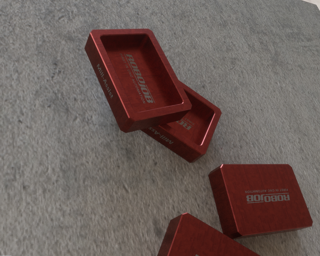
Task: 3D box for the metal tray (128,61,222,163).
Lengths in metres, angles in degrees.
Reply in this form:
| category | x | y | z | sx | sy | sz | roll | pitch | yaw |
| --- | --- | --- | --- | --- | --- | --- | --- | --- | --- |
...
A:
| category | x | y | z | sx | sy | sz | roll | pitch | yaw |
| --- | --- | --- | --- | --- | --- | --- | --- | --- | --- |
| metal tray | 0.014 | -0.024 | 0.424 | 0.130 | 0.030 | 0.090 | 34 | 51 | -6 |

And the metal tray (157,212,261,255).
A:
| category | x | y | z | sx | sy | sz | roll | pitch | yaw |
| --- | --- | --- | --- | --- | --- | --- | --- | --- | --- |
| metal tray | 0.059 | 0.163 | 0.334 | 0.130 | 0.030 | 0.090 | 32 | 51 | -8 |

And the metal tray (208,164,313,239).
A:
| category | x | y | z | sx | sy | sz | roll | pitch | yaw |
| --- | --- | --- | --- | --- | --- | --- | --- | --- | --- |
| metal tray | 0.136 | 0.096 | 0.418 | 0.131 | 0.030 | 0.090 | 3 | 60 | -27 |

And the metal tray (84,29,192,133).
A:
| category | x | y | z | sx | sy | sz | roll | pitch | yaw |
| --- | --- | --- | --- | --- | --- | --- | --- | --- | --- |
| metal tray | -0.028 | -0.064 | 0.386 | 0.091 | 0.030 | 0.130 | -14 | 69 | -34 |
